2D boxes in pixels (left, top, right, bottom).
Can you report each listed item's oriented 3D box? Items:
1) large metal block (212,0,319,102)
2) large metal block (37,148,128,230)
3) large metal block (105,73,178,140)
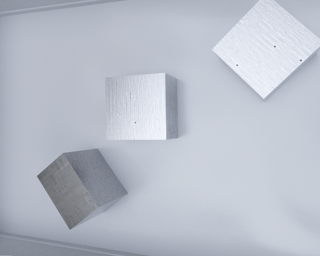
[{"bbox_3d":[0.121,-0.088,0.355,0.080,0.050,0.080,-46,76,14],"label":"large metal block"},{"bbox_3d":[-0.101,0.077,0.415,0.050,0.080,0.080,-40,78,15],"label":"large metal block"},{"bbox_3d":[-0.023,-0.025,0.404,0.080,0.050,0.079,-1,90,19],"label":"large metal block"}]
